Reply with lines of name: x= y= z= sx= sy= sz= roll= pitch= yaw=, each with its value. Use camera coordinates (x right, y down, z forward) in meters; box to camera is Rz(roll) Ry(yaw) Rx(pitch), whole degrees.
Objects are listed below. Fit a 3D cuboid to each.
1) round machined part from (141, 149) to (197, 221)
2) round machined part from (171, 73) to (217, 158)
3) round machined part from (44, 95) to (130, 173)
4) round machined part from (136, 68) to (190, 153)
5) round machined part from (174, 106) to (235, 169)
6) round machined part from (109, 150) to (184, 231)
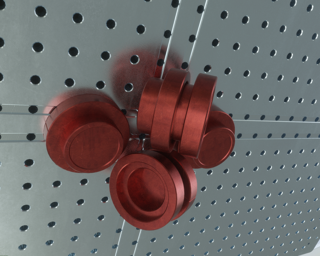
round machined part: x=0.006 y=0.074 z=0.424 sx=0.042 sy=0.098 sz=0.097 roll=-14 pitch=131 yaw=-60
round machined part: x=0.035 y=-0.017 z=0.363 sx=0.042 sy=0.098 sz=0.097 roll=14 pitch=118 yaw=10
round machined part: x=-0.081 y=0.014 z=0.363 sx=0.099 sy=0.042 sz=0.097 roll=-14 pitch=124 yaw=-21
round machined part: x=0.003 y=-0.023 z=0.366 sx=0.042 sy=0.098 sz=0.097 roll=14 pitch=118 yaw=10
round machined part: x=0.069 y=0.020 z=0.449 sx=0.099 sy=0.042 sz=0.097 roll=-14 pitch=124 yaw=-21
round machined part: x=-0.013 y=0.076 z=0.397 sx=0.042 sy=0.098 sz=0.097 roll=-15 pitch=132 yaw=-60
